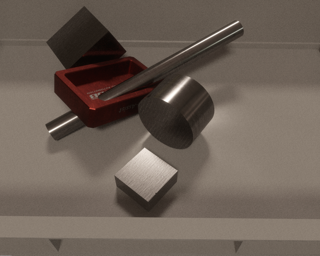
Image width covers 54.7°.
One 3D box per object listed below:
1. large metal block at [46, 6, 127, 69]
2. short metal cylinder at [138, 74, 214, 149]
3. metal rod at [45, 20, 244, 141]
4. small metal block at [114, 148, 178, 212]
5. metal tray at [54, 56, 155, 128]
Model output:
[{"bbox_3d":[-0.112,-0.123,0.470,0.080,0.050,0.080,-43,58,3],"label":"large metal block"},{"bbox_3d":[0.020,-0.020,0.386,0.080,0.080,0.050,29,56,21],"label":"short metal cylinder"},{"bbox_3d":[-0.013,-0.070,0.426,0.301,0.025,0.025,-31,56,-10],"label":"metal rod"},{"bbox_3d":[-0.015,0.058,0.356,0.050,0.025,0.050,33,57,24],"label":"small metal block"},{"bbox_3d":[-0.063,-0.055,0.424,0.131,0.030,0.090,-23,52,-39],"label":"metal tray"}]
